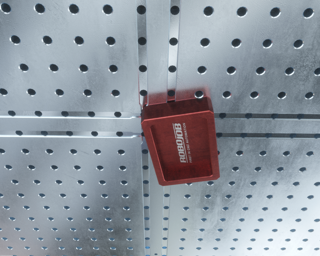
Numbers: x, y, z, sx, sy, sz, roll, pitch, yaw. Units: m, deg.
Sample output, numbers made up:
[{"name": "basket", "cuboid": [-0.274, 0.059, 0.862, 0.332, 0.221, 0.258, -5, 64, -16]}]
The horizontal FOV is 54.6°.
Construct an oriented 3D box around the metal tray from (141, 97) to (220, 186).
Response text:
[{"name": "metal tray", "cuboid": [0.032, 0.024, 0.428, 0.090, 0.030, 0.129, -8, 130, 7]}]
